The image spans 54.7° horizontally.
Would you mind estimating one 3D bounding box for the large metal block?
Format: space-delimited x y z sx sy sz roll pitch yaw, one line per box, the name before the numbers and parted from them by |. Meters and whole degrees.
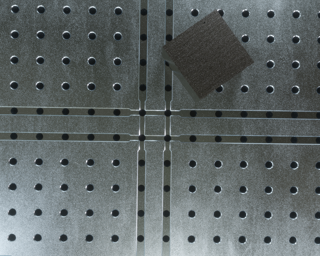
large metal block | 0.059 -0.090 0.402 0.080 0.050 0.080 -35 90 0
